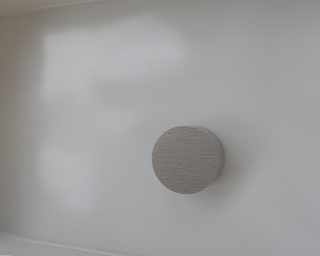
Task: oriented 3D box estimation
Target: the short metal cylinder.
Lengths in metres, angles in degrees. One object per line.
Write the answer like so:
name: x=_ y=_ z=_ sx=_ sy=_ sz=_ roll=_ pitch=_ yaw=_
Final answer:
short metal cylinder: x=0.036 y=0.037 z=0.384 sx=0.080 sy=0.050 sz=0.079 roll=0 pitch=90 yaw=19
